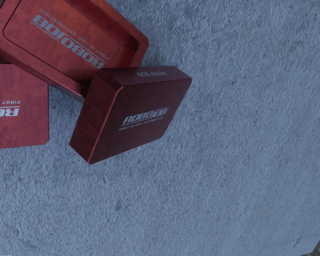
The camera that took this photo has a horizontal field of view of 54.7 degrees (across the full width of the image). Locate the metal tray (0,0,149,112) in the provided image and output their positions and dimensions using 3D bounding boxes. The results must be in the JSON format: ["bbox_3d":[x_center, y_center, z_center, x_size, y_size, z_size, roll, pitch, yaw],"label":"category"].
[{"bbox_3d":[-0.079,-0.081,0.287,0.130,0.030,0.090,32,75,-38],"label":"metal tray"}]

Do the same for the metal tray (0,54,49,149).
[{"bbox_3d":[-0.176,-0.023,0.293,0.131,0.030,0.089,-5,121,-26],"label":"metal tray"}]

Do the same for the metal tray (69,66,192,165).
[{"bbox_3d":[-0.026,-0.019,0.331,0.131,0.030,0.089,-18,142,-54],"label":"metal tray"}]
